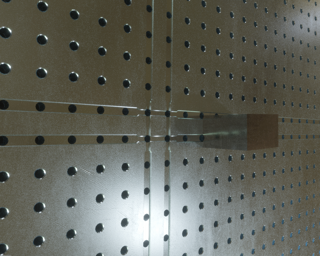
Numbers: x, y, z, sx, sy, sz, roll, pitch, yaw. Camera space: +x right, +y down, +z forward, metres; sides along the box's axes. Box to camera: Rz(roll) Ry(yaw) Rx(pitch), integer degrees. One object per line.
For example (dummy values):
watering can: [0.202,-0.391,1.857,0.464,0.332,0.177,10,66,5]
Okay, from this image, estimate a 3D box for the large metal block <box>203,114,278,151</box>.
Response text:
large metal block: [0.123,0.005,0.475,0.081,0.080,0.050,-2,91,-40]
